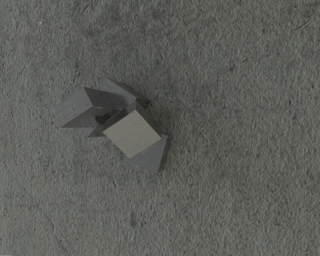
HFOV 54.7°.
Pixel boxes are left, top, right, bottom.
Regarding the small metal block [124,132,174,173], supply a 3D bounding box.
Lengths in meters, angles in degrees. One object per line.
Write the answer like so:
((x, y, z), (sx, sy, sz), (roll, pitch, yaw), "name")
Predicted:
((-0.015, 0.027, 0.415), (0.050, 0.025, 0.050), (17, 96, 18), "small metal block")

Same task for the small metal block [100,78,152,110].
((-0.046, -0.040, 0.412), (0.050, 0.050, 0.025), (34, 101, 16), "small metal block")

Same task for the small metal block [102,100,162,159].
((-0.033, 0.002, 0.381), (0.050, 0.025, 0.050), (-33, 117, 17), "small metal block")

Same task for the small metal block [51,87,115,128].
((-0.092, -0.023, 0.375), (0.050, 0.050, 0.025), (-31, 80, 17), "small metal block")

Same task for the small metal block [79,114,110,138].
((-0.095, -0.014, 0.429), (0.025, 0.050, 0.050), (-47, 76, 14), "small metal block")
